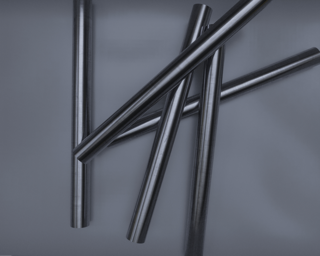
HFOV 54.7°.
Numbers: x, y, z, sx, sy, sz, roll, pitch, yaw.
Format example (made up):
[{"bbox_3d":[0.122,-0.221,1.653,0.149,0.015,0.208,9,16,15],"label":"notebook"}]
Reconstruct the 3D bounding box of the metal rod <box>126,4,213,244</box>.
[{"bbox_3d":[0.011,-0.005,0.385,0.025,0.025,0.298,16,90,0],"label":"metal rod"}]

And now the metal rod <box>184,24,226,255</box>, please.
[{"bbox_3d":[0.057,0.024,0.393,0.025,0.025,0.298,5,97,0],"label":"metal rod"}]

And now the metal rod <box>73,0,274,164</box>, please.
[{"bbox_3d":[0.013,-0.061,0.362,0.300,0.025,0.025,-40,90,10],"label":"metal rod"}]

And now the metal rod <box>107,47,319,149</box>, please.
[{"bbox_3d":[0.068,-0.040,0.411,0.301,0.025,0.025,-22,90,0],"label":"metal rod"}]

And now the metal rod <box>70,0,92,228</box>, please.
[{"bbox_3d":[-0.104,-0.020,0.410,0.025,0.025,0.298,1,90,0],"label":"metal rod"}]
